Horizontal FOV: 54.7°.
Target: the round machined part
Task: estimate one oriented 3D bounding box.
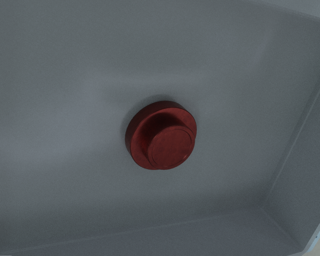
[{"bbox_3d":[0.007,0.017,0.412,0.099,0.042,0.097,-14,124,-21],"label":"round machined part"}]
